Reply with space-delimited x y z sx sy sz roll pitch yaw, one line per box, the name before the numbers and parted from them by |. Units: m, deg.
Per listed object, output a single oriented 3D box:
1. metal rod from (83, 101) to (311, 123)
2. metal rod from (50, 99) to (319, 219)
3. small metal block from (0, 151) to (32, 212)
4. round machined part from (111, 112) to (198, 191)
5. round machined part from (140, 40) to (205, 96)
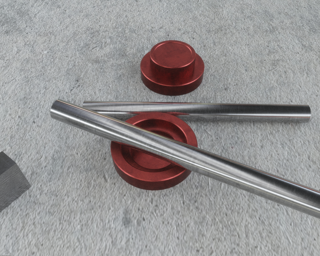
metal rod | 0.048 -0.022 0.422 0.302 0.025 0.025 1 50 0
metal rod | 0.016 0.026 0.327 0.301 0.025 0.025 19 53 15
small metal block | -0.175 0.061 0.334 0.025 0.050 0.050 31 57 23
round machined part | -0.006 0.031 0.366 0.099 0.042 0.098 0 50 0
round machined part | 0.019 -0.098 0.475 0.099 0.042 0.098 0 50 0
